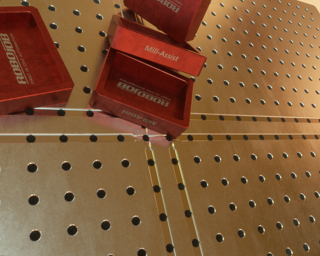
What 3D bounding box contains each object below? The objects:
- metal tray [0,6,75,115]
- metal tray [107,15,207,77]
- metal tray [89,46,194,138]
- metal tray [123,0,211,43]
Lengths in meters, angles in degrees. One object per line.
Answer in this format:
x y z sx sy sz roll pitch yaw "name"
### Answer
-0.170 -0.084 0.365 0.091 0.030 0.130 -18 71 -35 "metal tray"
-0.007 -0.120 0.448 0.131 0.030 0.090 14 24 -21 "metal tray"
-0.020 -0.050 0.425 0.131 0.030 0.090 21 54 -16 "metal tray"
0.010 -0.202 0.473 0.130 0.089 0.030 39 38 18 "metal tray"
